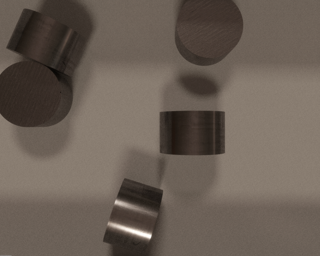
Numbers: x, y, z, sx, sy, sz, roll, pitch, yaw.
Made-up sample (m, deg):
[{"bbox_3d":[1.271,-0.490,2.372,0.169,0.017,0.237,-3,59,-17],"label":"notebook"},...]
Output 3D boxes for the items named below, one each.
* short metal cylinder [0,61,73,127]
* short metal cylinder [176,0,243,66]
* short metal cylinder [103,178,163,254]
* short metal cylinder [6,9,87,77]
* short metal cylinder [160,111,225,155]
[{"bbox_3d":[-0.159,-0.041,0.397,0.081,0.050,0.079,0,90,-1],"label":"short metal cylinder"},{"bbox_3d":[0.061,-0.125,0.400,0.081,0.050,0.079,0,90,-1],"label":"short metal cylinder"},{"bbox_3d":[-0.032,0.108,0.384,0.050,0.080,0.080,18,90,0],"label":"short metal cylinder"},{"bbox_3d":[-0.138,-0.103,0.382,0.080,0.080,0.050,24,90,-1],"label":"short metal cylinder"},{"bbox_3d":[0.040,0.005,0.385,0.081,0.080,0.050,0,90,-1],"label":"short metal cylinder"}]
